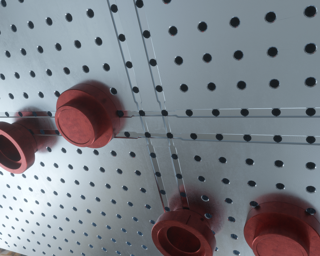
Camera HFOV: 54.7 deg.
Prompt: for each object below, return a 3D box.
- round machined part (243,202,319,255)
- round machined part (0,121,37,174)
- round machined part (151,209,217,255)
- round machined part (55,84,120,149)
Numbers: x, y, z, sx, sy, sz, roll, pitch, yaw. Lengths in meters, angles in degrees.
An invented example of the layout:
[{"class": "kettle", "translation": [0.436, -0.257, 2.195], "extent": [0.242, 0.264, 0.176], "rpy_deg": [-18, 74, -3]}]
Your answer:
[{"class": "round machined part", "translation": [0.160, 0.149, 0.408], "extent": [0.098, 0.042, 0.097], "rpy_deg": [13, 124, 20]}, {"class": "round machined part", "translation": [-0.262, 0.030, 0.554], "extent": [0.098, 0.042, 0.097], "rpy_deg": [13, 124, 20]}, {"class": "round machined part", "translation": [0.040, 0.165, 0.480], "extent": [0.098, 0.042, 0.097], "rpy_deg": [13, 124, 20]}, {"class": "round machined part", "translation": [-0.112, -0.011, 0.450], "extent": [0.098, 0.042, 0.097], "rpy_deg": [13, 124, 20]}]
